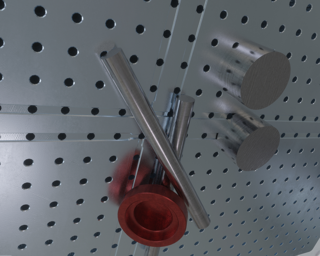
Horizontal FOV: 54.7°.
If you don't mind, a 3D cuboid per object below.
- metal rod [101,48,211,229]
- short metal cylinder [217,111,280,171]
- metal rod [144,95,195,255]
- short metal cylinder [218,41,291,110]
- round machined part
[{"bbox_3d":[0.007,0.034,0.409,0.025,0.025,0.299,-32,121,-8],"label":"metal rod"},{"bbox_3d":[0.137,0.020,0.482,0.081,0.050,0.079,-14,124,-21],"label":"short metal cylinder"},{"bbox_3d":[0.009,0.092,0.472,0.025,0.025,0.298,-4,120,-27],"label":"metal rod"},{"bbox_3d":[0.127,-0.071,0.420,0.081,0.050,0.079,-14,124,-21],"label":"short metal cylinder"},{"bbox_3d":[-0.008,0.122,0.451,0.098,0.042,0.097,4,116,9],"label":"round machined part"}]
